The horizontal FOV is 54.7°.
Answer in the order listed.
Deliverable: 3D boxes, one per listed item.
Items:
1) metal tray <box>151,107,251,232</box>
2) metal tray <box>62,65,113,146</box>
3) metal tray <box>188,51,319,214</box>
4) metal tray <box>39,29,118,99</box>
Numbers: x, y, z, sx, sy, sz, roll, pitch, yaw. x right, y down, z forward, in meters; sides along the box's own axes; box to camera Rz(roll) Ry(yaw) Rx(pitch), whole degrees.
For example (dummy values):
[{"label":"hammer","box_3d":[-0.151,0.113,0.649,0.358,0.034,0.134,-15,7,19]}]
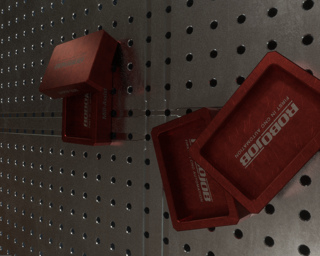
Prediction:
[{"label":"metal tray","box_3d":[0.044,0.050,0.367,0.090,0.030,0.129,-22,76,37]},{"label":"metal tray","box_3d":[-0.119,-0.039,0.501,0.090,0.030,0.129,3,92,39]},{"label":"metal tray","box_3d":[0.101,0.005,0.297,0.090,0.030,0.130,43,105,22]},{"label":"metal tray","box_3d":[-0.131,-0.097,0.490,0.130,0.030,0.090,-3,66,39]}]
